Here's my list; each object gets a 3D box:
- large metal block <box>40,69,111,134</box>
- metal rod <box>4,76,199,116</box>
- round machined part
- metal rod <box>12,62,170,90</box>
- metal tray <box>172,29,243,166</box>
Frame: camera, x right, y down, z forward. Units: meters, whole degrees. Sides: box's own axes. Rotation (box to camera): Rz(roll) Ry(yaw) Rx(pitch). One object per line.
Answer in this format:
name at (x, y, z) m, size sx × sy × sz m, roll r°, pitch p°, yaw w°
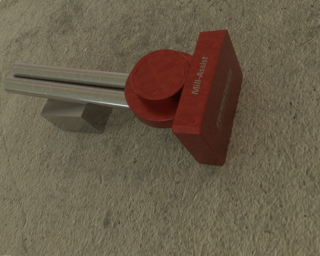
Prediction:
large metal block at (-0.120, -0.040, 0.470) m, size 0.080 × 0.050 × 0.080 m, roll 4°, pitch 63°, yaw 29°
metal rod at (-0.080, -0.041, 0.414) m, size 0.301 × 0.025 × 0.025 m, roll 9°, pitch 66°, yaw 18°
round machined part at (0.005, -0.052, 0.360) m, size 0.098 × 0.042 × 0.098 m, roll -6°, pitch 63°, yaw 13°
metal rod at (-0.072, -0.065, 0.424) m, size 0.301 × 0.025 × 0.025 m, roll 9°, pitch 65°, yaw 17°
metal tray at (0.059, -0.033, 0.351) m, size 0.030 × 0.090 × 0.130 m, roll 4°, pitch 63°, yaw 30°
